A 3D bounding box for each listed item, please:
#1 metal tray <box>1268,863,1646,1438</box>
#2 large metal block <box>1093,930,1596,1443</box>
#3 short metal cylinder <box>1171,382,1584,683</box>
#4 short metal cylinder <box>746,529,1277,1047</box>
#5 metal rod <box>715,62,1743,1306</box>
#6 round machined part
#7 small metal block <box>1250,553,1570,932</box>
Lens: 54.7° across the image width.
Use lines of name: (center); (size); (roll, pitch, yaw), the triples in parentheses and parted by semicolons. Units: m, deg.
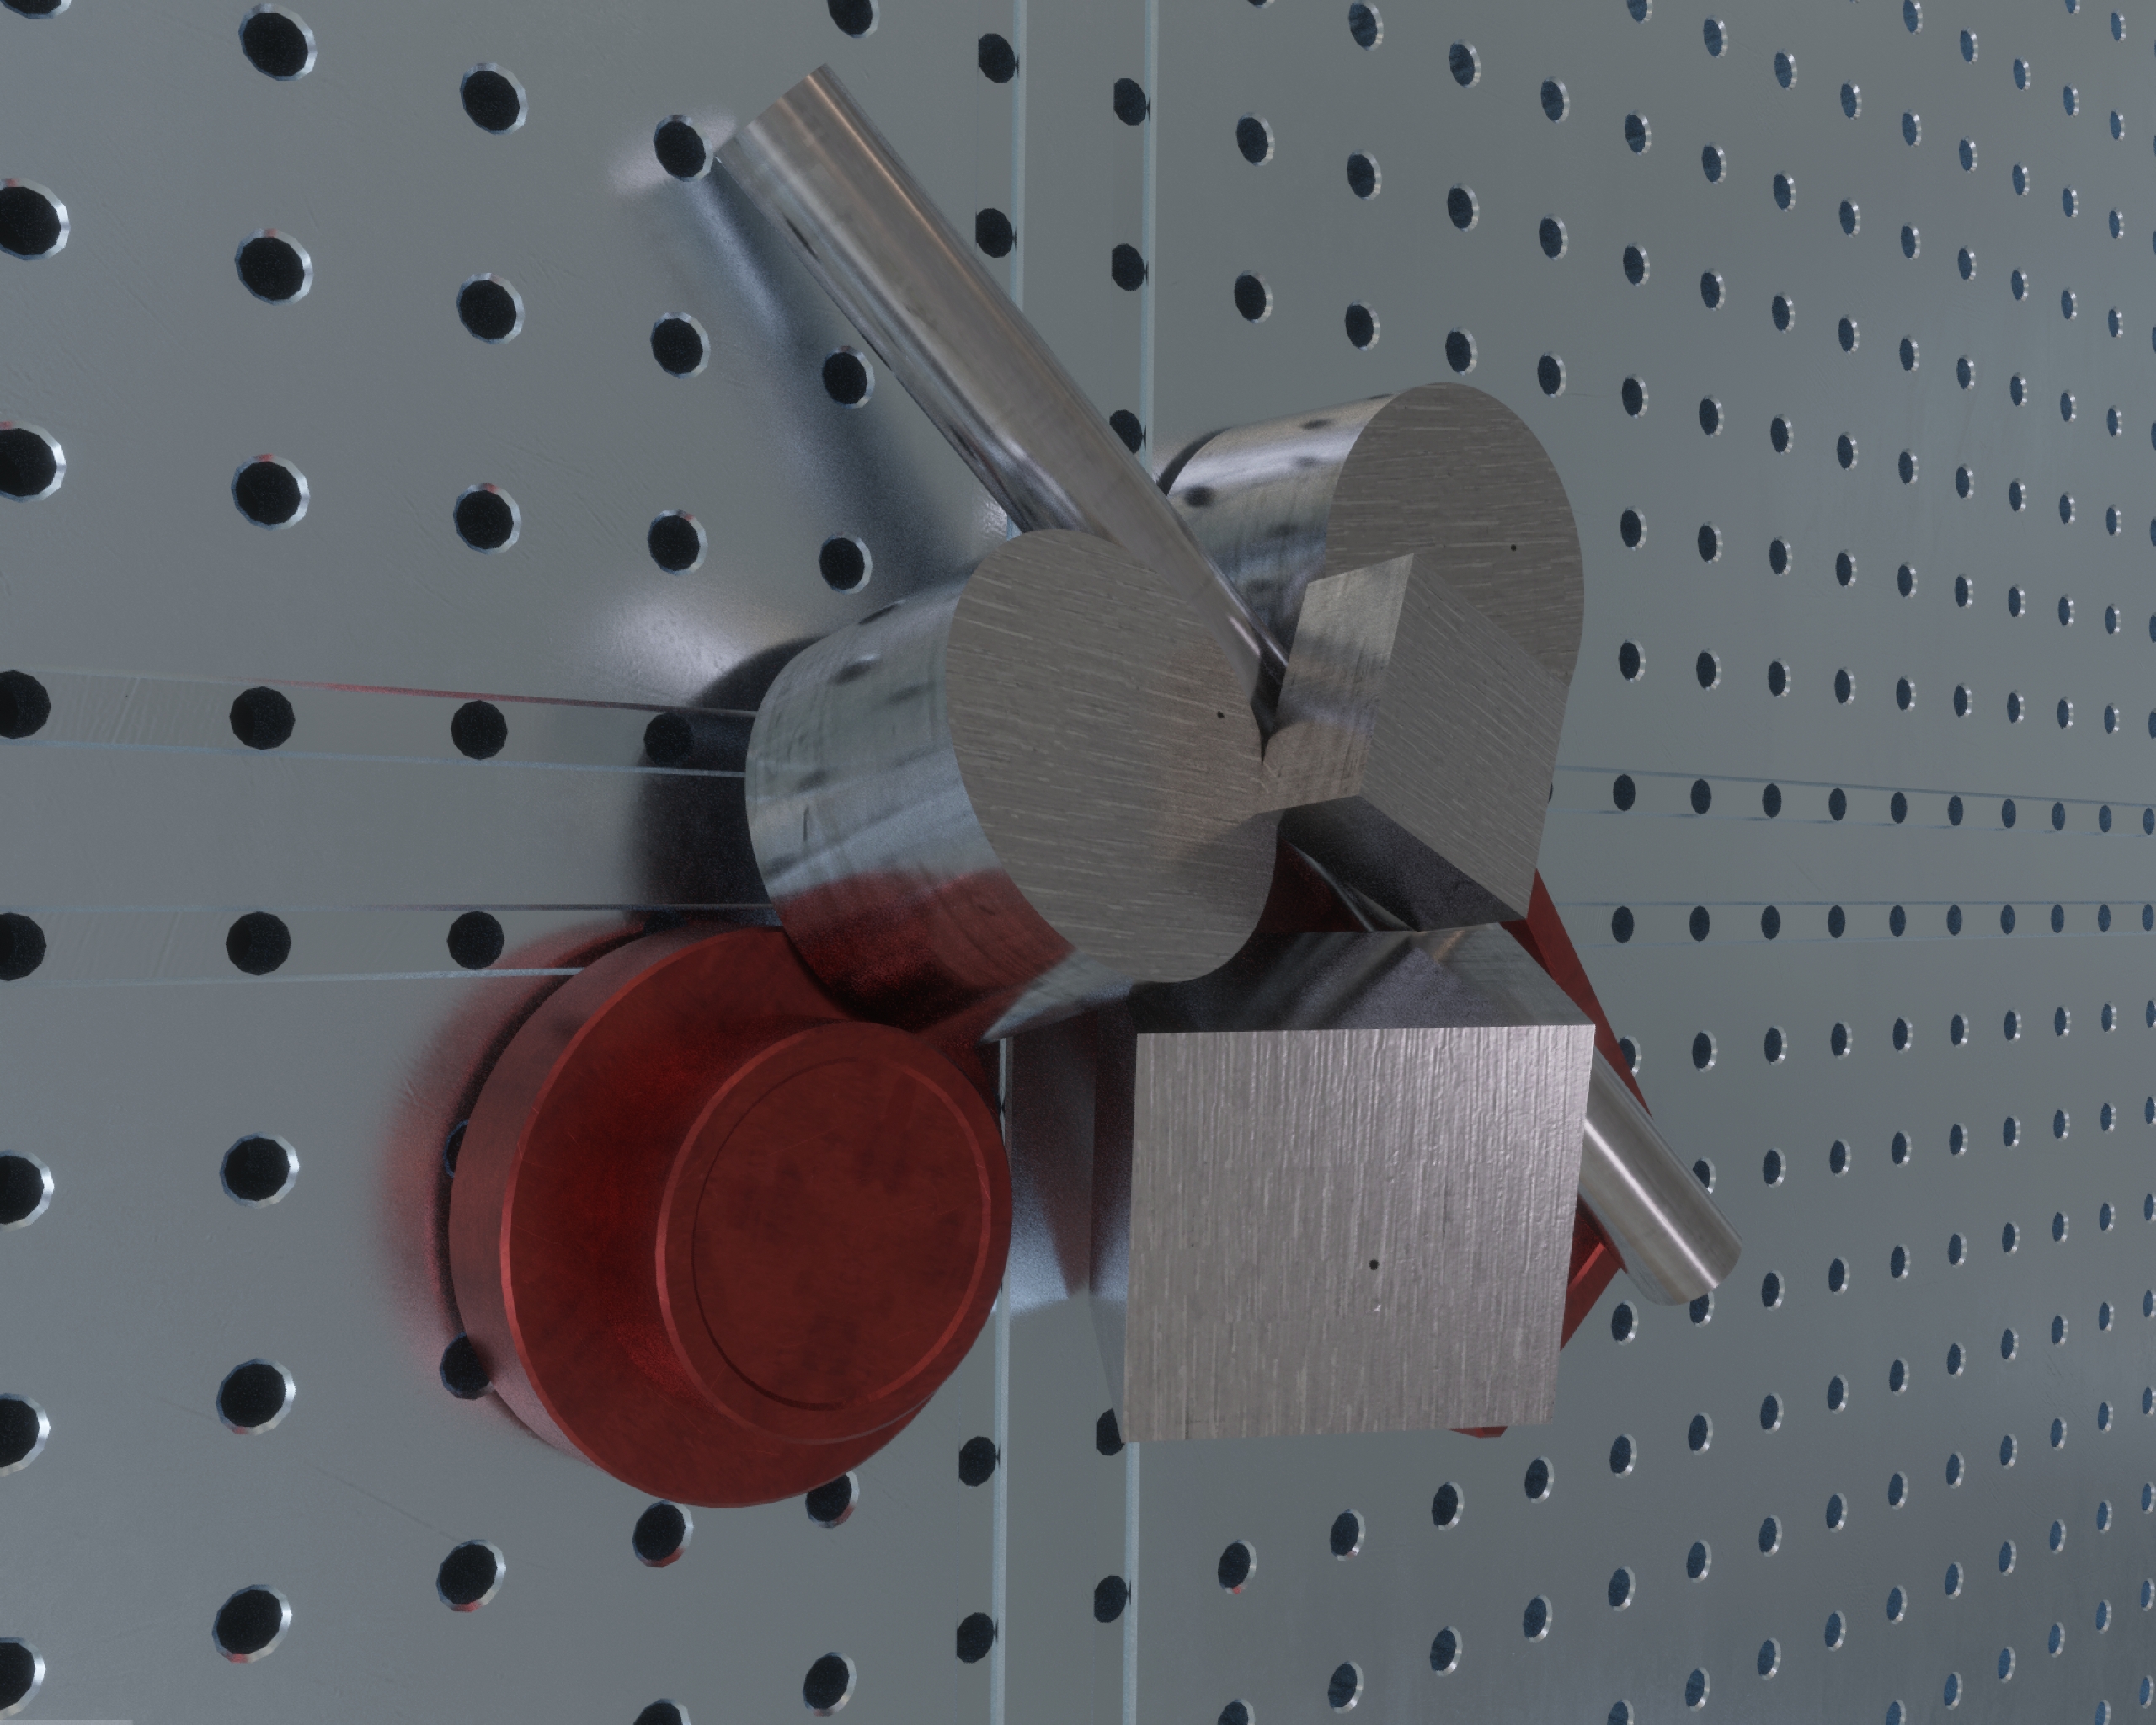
metal tray: (0.080, 0.052, 0.468); (0.090, 0.030, 0.130); (-44, 117, -31)
large metal block: (0.046, 0.059, 0.393); (0.081, 0.050, 0.079); (-1, 107, -7)
short metal cylinder: (0.062, -0.057, 0.441); (0.081, 0.050, 0.079); (0, 90, -40)
short metal cylinder: (-0.010, -0.012, 0.365); (0.080, 0.050, 0.080); (22, 58, -41)
metal rod: (0.040, -0.022, 0.406); (0.300, 0.025, 0.025); (49, 60, -18)
round machined part: (-0.050, 0.059, 0.351); (0.099, 0.042, 0.097); (0, 90, -40)
small metal block: (0.063, -0.021, 0.389); (0.050, 0.025, 0.050); (33, 62, -35)
